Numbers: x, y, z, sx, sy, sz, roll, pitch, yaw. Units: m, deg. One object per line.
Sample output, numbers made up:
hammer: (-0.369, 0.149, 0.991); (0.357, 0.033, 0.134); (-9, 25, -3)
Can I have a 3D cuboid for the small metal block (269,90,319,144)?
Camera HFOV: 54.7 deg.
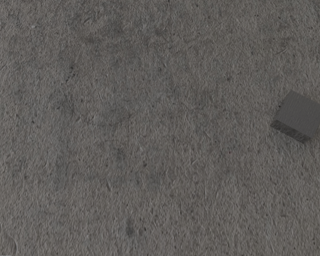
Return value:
small metal block: (0.184, -0.015, 0.415); (0.050, 0.025, 0.050); (30, 73, 10)
